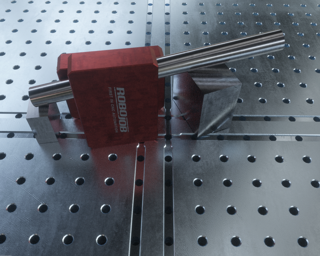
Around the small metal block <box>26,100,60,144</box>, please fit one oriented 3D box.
[{"bbox_3d":[-0.150,-0.016,0.402,0.025,0.050,0.050,-6,51,-6],"label":"small metal block"}]

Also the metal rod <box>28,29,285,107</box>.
[{"bbox_3d":[-0.004,-0.071,0.369,0.302,0.025,0.025,-13,51,1],"label":"metal rod"}]

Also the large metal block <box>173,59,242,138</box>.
[{"bbox_3d":[0.058,-0.048,0.412,0.050,0.080,0.080,-18,53,-15],"label":"large metal block"}]

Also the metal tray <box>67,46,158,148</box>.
[{"bbox_3d":[-0.049,-0.030,0.364,0.091,0.129,0.030,-7,51,-7],"label":"metal tray"}]

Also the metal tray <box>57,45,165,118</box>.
[{"bbox_3d":[-0.060,-0.059,0.413,0.131,0.089,0.030,-7,52,-6],"label":"metal tray"}]
